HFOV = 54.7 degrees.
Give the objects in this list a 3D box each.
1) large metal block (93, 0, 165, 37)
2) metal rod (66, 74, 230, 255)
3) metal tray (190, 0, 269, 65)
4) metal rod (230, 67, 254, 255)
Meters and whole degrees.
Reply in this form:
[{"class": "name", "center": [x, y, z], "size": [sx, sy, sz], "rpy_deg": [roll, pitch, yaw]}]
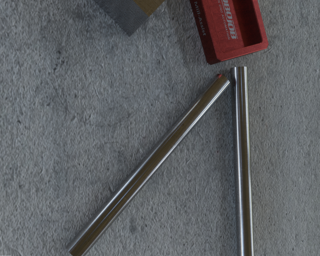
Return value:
[{"class": "large metal block", "center": [-0.038, -0.165, 0.366], "size": [0.080, 0.080, 0.050], "rpy_deg": [43, 76, -15]}, {"class": "metal rod", "center": [-0.007, 0.041, 0.407], "size": [0.025, 0.025, 0.300], "rpy_deg": [45, 76, -15]}, {"class": "metal tray", "center": [0.096, -0.165, 0.442], "size": [0.091, 0.030, 0.129], "rpy_deg": [-19, 97, -19]}, {"class": "metal rod", "center": [0.121, 0.061, 0.455], "size": [0.025, 0.025, 0.298], "rpy_deg": [-3, 91, -20]}]
